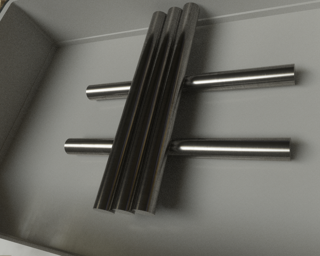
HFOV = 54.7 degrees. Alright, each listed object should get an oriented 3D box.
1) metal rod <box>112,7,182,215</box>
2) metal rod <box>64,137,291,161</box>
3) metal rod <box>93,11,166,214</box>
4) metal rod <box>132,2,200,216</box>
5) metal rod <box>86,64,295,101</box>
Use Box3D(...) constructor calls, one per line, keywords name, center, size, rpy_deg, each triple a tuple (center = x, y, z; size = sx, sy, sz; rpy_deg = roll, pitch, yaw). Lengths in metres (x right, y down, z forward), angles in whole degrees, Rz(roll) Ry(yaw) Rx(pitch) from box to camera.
Box3D(name="metal rod", center=(-0.008, -0.040, 0.400), size=(0.025, 0.025, 0.300), rpy_deg=(-1, 61, 28))
Box3D(name="metal rod", center=(0.002, 0.025, 0.389), size=(0.300, 0.025, 0.025), rpy_deg=(-1, 61, 27))
Box3D(name="metal rod", center=(-0.031, -0.038, 0.411), size=(0.025, 0.025, 0.300), rpy_deg=(-1, 61, 28))
Box3D(name="metal rod", center=(0.014, -0.042, 0.389), size=(0.025, 0.025, 0.300), rpy_deg=(-1, 61, 28))
Box3D(name="metal rod", center=(0.023, -0.060, 0.429), size=(0.300, 0.025, 0.025), rpy_deg=(-1, 61, 27))
